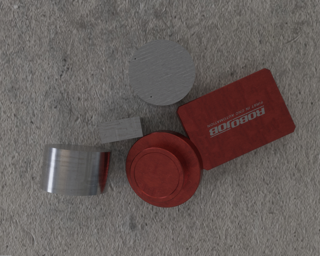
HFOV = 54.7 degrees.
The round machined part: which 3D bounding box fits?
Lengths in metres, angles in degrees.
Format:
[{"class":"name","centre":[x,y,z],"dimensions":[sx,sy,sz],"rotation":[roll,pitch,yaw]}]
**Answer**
[{"class":"round machined part","centre":[0.002,0.053,0.387],"dimensions":[0.098,0.042,0.097],"rotation":[3,99,17]}]

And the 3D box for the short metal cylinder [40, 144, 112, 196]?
[{"class":"short metal cylinder","centre":[-0.102,0.049,0.382],"dimensions":[0.080,0.080,0.050],"rotation":[6,90,0]}]

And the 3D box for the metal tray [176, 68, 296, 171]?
[{"class":"metal tray","centre":[0.097,-0.011,0.408],"dimensions":[0.131,0.030,0.090],"rotation":[-24,90,0]}]

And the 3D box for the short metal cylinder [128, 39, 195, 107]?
[{"class":"short metal cylinder","centre":[0.002,-0.067,0.398],"dimensions":[0.081,0.050,0.080],"rotation":[0,90,0]}]

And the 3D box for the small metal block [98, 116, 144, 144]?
[{"class":"small metal block","centre":[-0.047,0.002,0.397],"dimensions":[0.050,0.050,0.025],"rotation":[-10,90,0]}]
